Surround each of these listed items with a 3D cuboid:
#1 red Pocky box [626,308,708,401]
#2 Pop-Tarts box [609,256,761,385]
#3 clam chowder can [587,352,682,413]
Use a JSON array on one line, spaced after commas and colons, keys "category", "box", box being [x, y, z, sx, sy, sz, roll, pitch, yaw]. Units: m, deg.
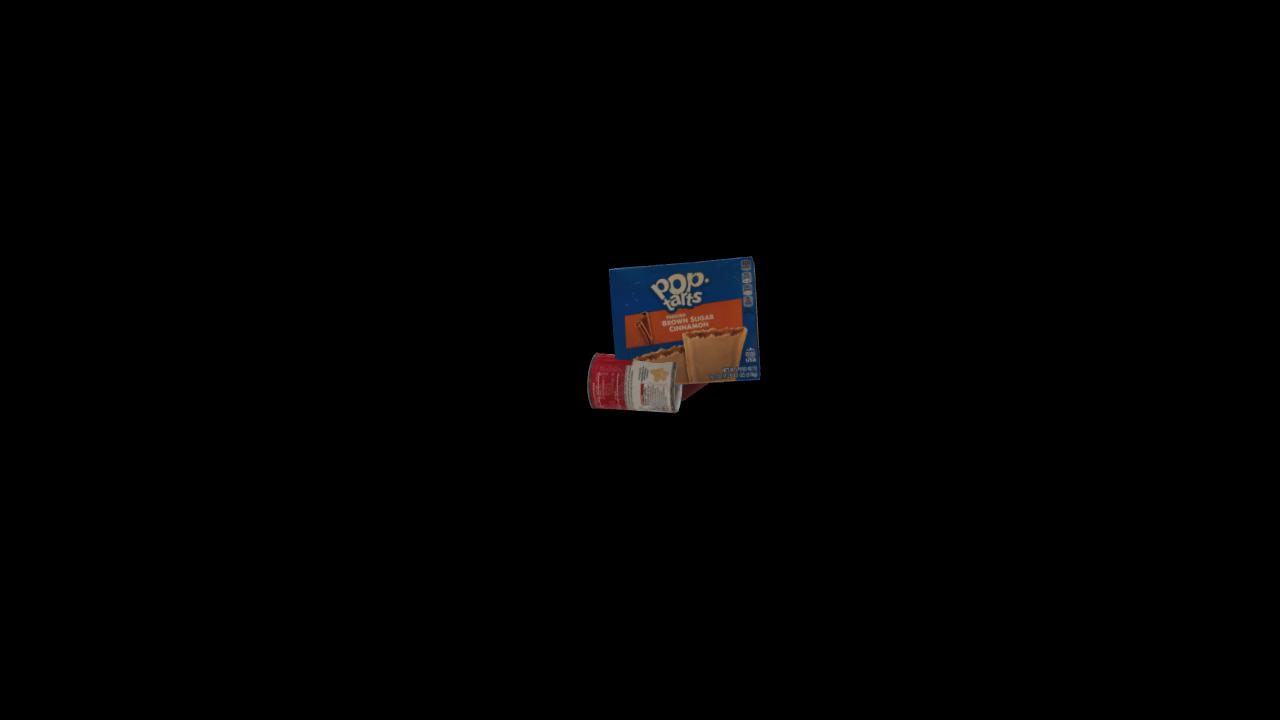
[{"category": "red Pocky box", "box": [0.047, -0.031, 0.755, 0.083, 0.155, 0.028, -34, 29, -4]}, {"category": "Pop-Tarts box", "box": [0.056, -0.043, 0.733, 0.167, 0.141, 0.083, -3, 2, 10]}, {"category": "clam chowder can", "box": [-0.004, 0.027, 0.727, 0.102, 0.068, 0.068, 3, 1, 12]}]
